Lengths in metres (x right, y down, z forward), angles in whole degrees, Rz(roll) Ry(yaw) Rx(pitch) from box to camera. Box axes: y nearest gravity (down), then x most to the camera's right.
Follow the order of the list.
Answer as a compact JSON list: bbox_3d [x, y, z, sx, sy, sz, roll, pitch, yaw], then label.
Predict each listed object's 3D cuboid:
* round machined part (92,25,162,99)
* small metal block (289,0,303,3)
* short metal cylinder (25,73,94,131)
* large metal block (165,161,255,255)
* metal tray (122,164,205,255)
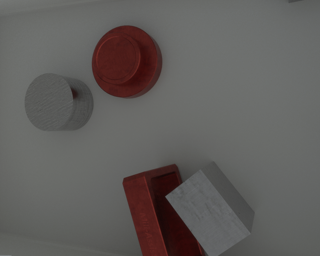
[{"bbox_3d":[-0.050,-0.090,0.418,0.098,0.042,0.097,0,90,19],"label":"round machined part"},{"bbox_3d":[0.168,-0.163,0.338,0.050,0.050,0.025,-5,89,19],"label":"small metal block"},{"bbox_3d":[-0.144,-0.035,0.447,0.080,0.050,0.079,0,90,19],"label":"short metal cylinder"},{"bbox_3d":[0.061,0.089,0.359,0.050,0.080,0.080,-41,78,15],"label":"large metal block"},{"bbox_3d":[0.008,0.113,0.367,0.030,0.090,0.129,-21,81,25],"label":"metal tray"}]
